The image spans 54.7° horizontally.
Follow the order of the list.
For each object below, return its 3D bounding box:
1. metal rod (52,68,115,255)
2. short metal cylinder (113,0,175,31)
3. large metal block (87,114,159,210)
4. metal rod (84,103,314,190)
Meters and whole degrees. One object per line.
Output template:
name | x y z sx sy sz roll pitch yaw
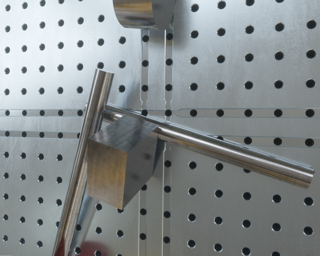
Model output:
metal rod | -0.112 0.065 0.433 0.025 0.025 0.298 20 103 18
short metal cylinder | -0.018 -0.165 0.389 0.050 0.080 0.079 11 94 19
large metal block | -0.045 0.039 0.385 0.050 0.080 0.079 18 118 19
metal rod | 0.035 0.014 0.399 0.301 0.025 0.025 18 96 18
